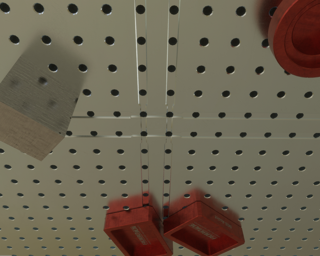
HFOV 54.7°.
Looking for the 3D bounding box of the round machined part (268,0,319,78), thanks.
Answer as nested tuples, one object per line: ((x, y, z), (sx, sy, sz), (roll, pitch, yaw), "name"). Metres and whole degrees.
((0.159, -0.103, 0.314), (0.099, 0.042, 0.097), (0, 130, 0), "round machined part")

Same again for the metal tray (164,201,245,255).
((0.081, 0.192, 0.572), (0.130, 0.030, 0.090), (37, 121, -27), "metal tray")

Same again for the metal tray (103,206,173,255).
((-0.037, 0.202, 0.579), (0.090, 0.030, 0.130), (-15, 129, 12), "metal tray")

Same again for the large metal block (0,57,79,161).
((-0.149, -0.022, 0.355), (0.080, 0.080, 0.050), (35, 122, -26), "large metal block")
